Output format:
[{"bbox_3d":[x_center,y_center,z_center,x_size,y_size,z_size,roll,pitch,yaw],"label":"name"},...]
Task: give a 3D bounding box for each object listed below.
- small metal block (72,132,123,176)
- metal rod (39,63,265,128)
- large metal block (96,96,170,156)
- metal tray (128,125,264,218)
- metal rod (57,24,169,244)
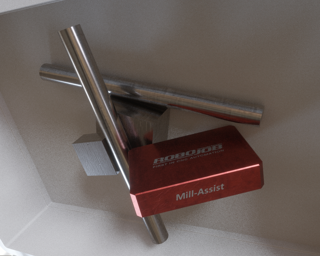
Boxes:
[{"bbox_3d":[-0.078,0.034,0.403,0.050,0.025,0.050,-7,115,30],"label":"small metal block"},{"bbox_3d":[-0.025,-0.046,0.391,0.301,0.025,0.025,14,124,20],"label":"metal rod"},{"bbox_3d":[-0.036,0.005,0.412,0.080,0.050,0.079,17,125,18],"label":"large metal block"},{"bbox_3d":[0.033,0.042,0.338,0.131,0.090,0.030,-13,116,-1],"label":"metal tray"},{"bbox_3d":[-0.048,0.024,0.381,0.025,0.025,0.298,-7,115,31],"label":"metal rod"}]
